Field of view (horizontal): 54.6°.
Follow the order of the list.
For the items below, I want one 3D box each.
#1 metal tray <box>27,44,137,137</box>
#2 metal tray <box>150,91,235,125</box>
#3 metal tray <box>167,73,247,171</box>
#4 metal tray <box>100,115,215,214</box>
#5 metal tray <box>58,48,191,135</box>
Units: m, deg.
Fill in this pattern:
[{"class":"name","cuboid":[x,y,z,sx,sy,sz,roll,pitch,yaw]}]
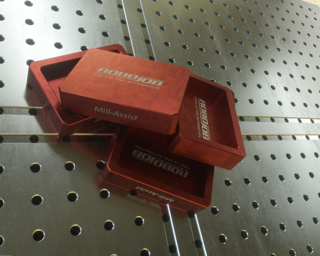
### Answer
[{"class":"metal tray","cuboid":[-0.084,-0.053,0.391,0.131,0.030,0.090,-25,75,-36]},{"class":"metal tray","cuboid":[0.046,-0.031,0.447,0.131,0.030,0.090,17,55,-17]},{"class":"metal tray","cuboid":[0.056,-0.015,0.403,0.091,0.030,0.130,18,43,-17]},{"class":"metal tray","cuboid":[0.003,0.040,0.381,0.131,0.030,0.090,24,53,-14]},{"class":"metal tray","cuboid":[-0.037,-0.046,0.361,0.131,0.030,0.090,13,45,6]}]
